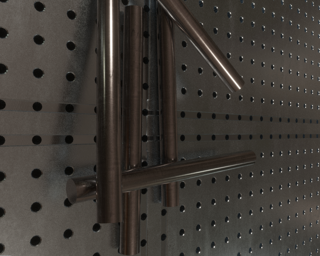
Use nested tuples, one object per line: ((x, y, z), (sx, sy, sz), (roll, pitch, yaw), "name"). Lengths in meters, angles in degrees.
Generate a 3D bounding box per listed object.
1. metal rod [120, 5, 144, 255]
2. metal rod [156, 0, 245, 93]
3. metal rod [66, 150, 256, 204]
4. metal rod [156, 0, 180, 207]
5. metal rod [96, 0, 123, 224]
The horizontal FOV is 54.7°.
((-0.035, 0.002, 0.381), (0.025, 0.025, 0.298), (1, 89, -40), "metal rod")
((0.014, -0.158, 0.390), (0.300, 0.025, 0.025), (45, 63, -23), "metal rod")
((0.029, 0.055, 0.401), (0.302, 0.025, 0.025), (-4, 93, -40), "metal rod")
((0.010, -0.044, 0.419), (0.025, 0.025, 0.298), (-3, 92, -40), "metal rod")
((-0.054, -0.056, 0.327), (0.025, 0.025, 0.299), (9, 73, -40), "metal rod")
